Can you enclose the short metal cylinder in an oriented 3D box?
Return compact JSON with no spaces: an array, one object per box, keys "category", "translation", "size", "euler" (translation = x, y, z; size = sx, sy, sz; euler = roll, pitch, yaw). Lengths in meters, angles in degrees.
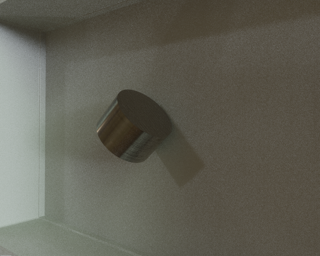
[{"category":"short metal cylinder","translation":[-0.032,-0.003,0.392],"size":[0.050,0.081,0.080],"euler":[-49,62,29]}]
